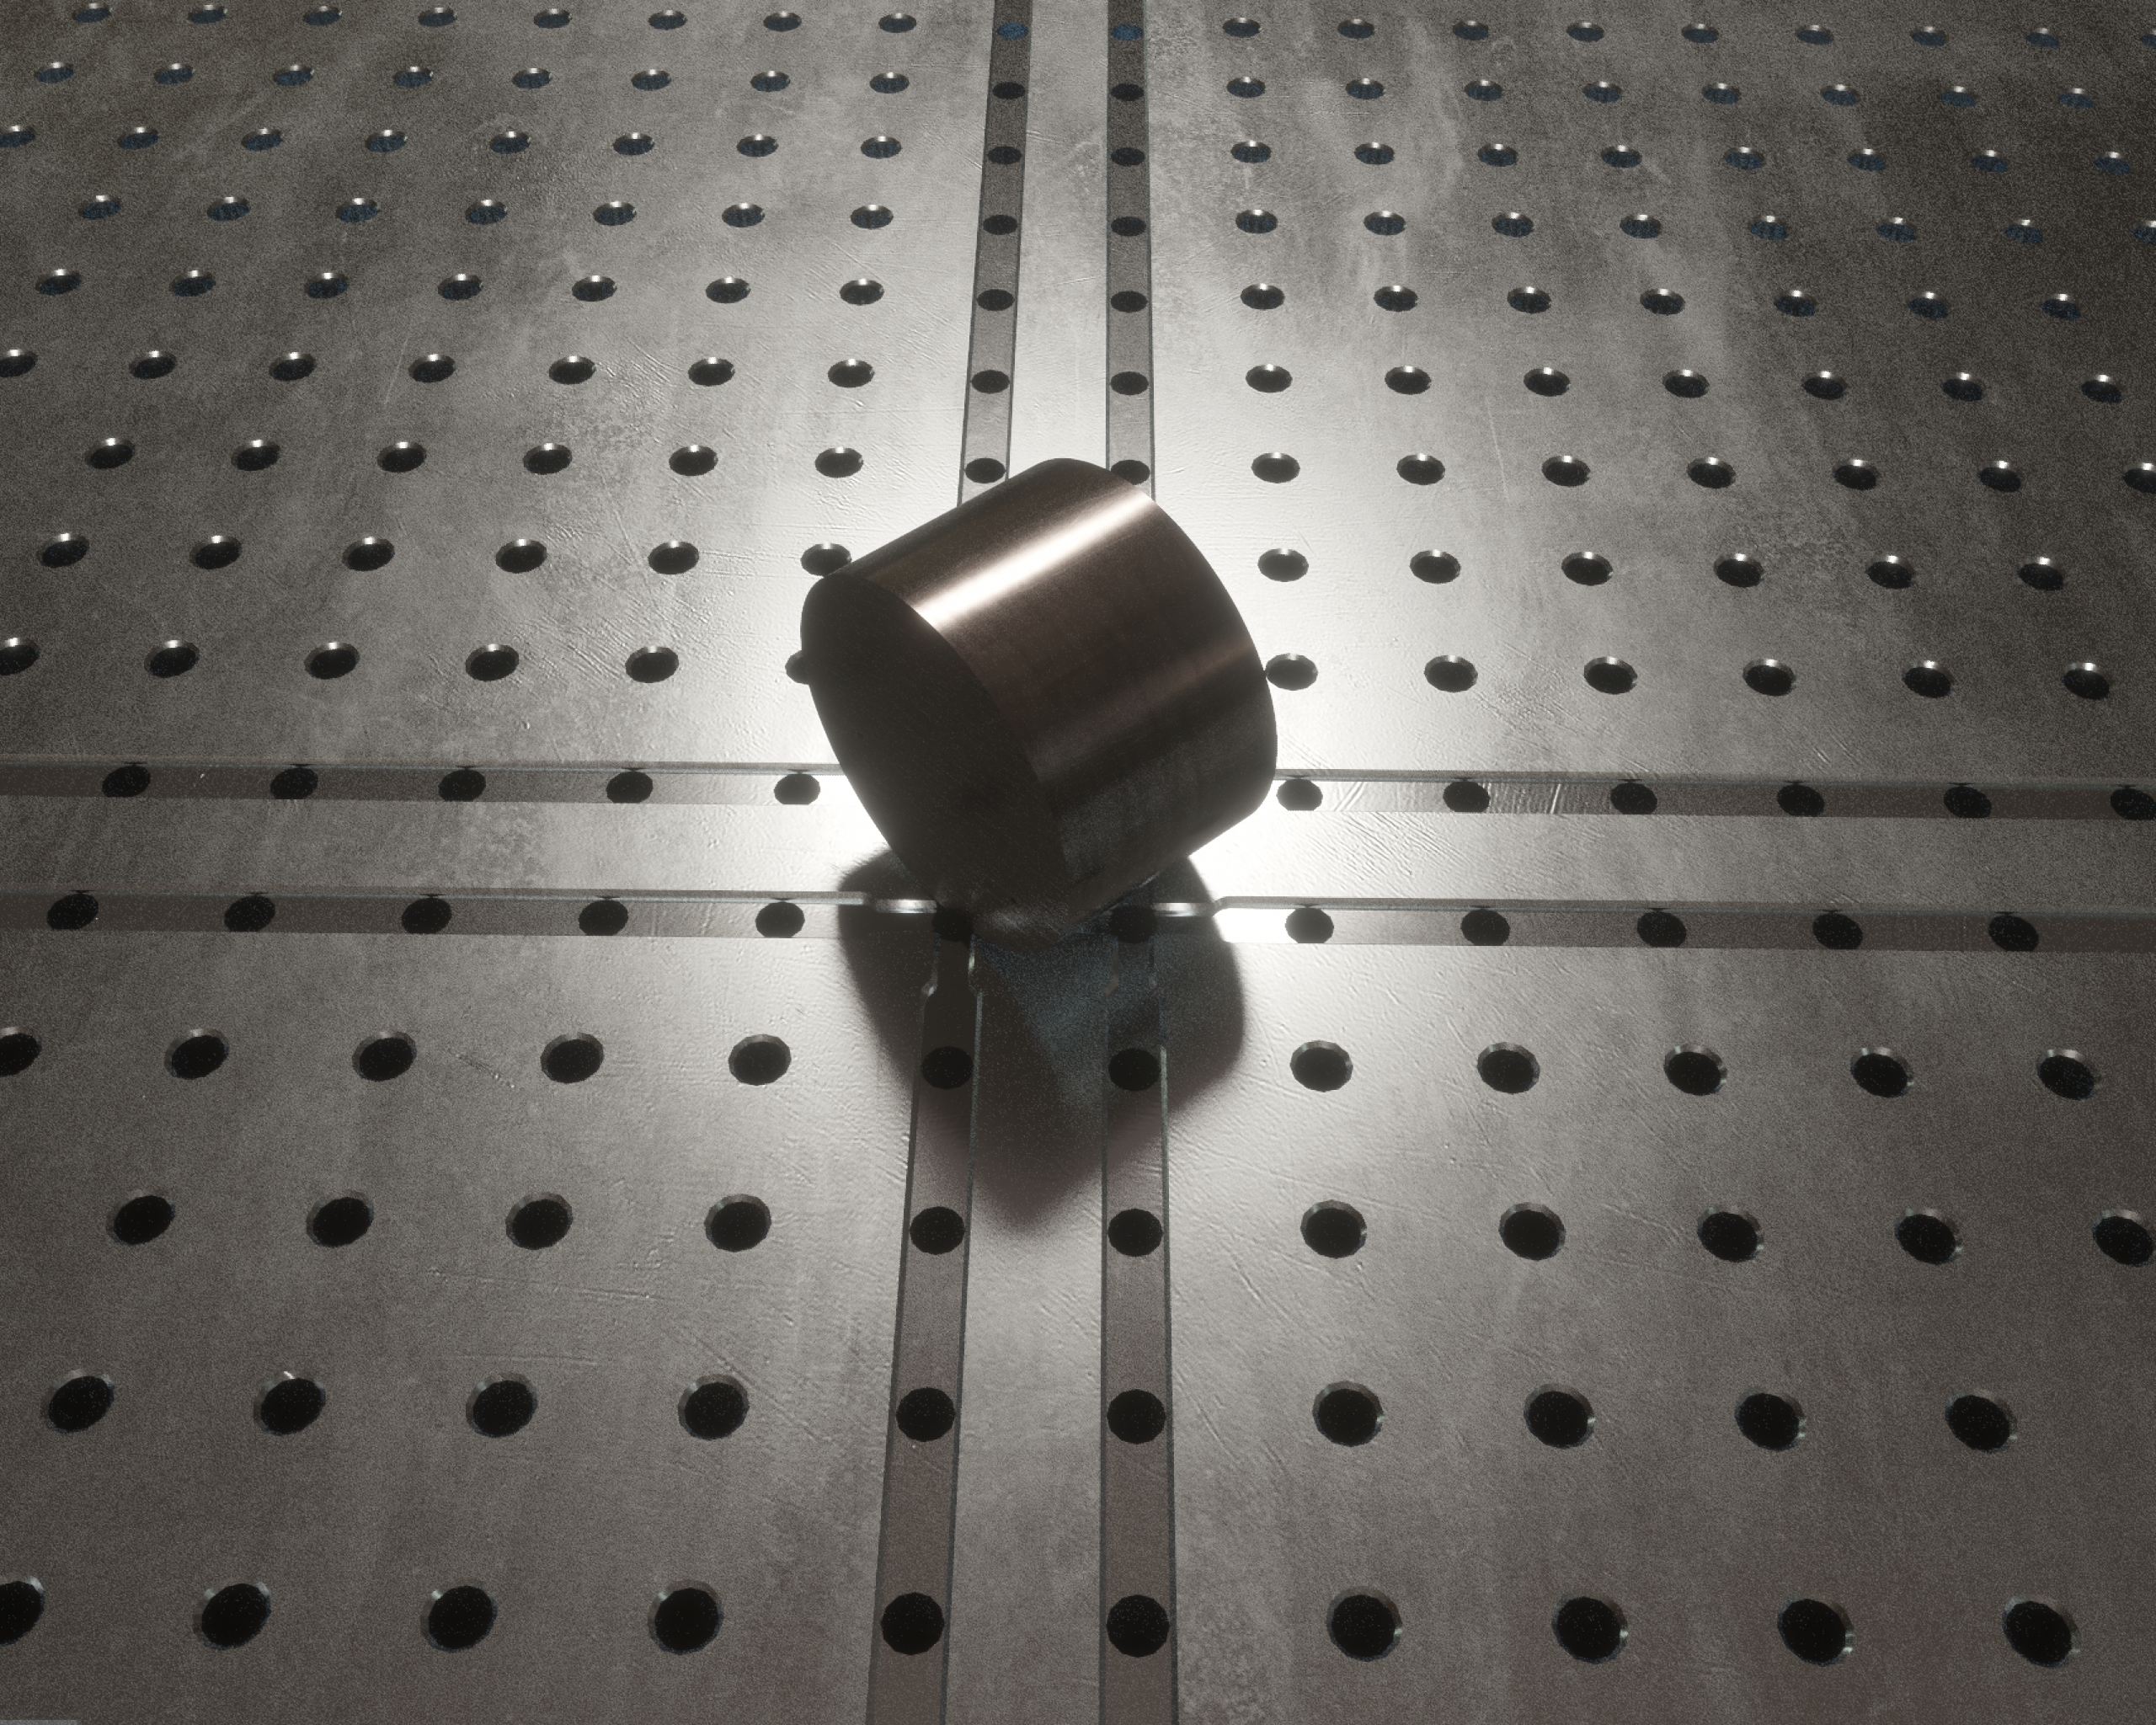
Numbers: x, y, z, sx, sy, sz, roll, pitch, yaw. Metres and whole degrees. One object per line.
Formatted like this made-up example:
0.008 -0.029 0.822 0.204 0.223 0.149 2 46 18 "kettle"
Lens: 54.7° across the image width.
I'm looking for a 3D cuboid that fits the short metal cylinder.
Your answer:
-0.008 -0.030 0.396 0.050 0.080 0.080 -33 58 -25 "short metal cylinder"
